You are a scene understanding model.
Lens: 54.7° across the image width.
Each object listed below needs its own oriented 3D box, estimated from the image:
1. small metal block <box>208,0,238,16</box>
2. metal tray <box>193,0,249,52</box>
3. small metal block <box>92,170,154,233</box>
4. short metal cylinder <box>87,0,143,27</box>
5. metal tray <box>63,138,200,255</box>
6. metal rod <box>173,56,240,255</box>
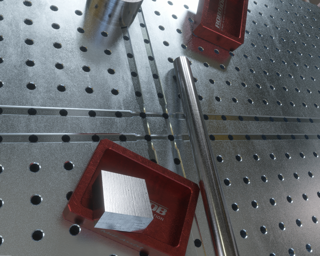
[{"bbox_3d":[0.133,-0.268,0.643,0.050,0.025,0.050,30,52,-9],"label":"small metal block"},{"bbox_3d":[0.117,-0.218,0.582,0.091,0.030,0.130,19,68,-18],"label":"metal tray"},{"bbox_3d":[-0.039,0.074,0.311,0.050,0.025,0.050,17,32,-27],"label":"small metal block"},{"bbox_3d":[-0.068,-0.205,0.480,0.081,0.050,0.080,14,56,-21],"label":"short metal cylinder"},{"bbox_3d":[-0.026,0.079,0.342,0.131,0.030,0.090,28,52,-11],"label":"metal tray"},{"bbox_3d":[0.051,0.014,0.399,0.025,0.025,0.300,10,49,-23],"label":"metal rod"}]
